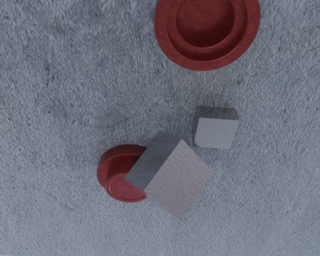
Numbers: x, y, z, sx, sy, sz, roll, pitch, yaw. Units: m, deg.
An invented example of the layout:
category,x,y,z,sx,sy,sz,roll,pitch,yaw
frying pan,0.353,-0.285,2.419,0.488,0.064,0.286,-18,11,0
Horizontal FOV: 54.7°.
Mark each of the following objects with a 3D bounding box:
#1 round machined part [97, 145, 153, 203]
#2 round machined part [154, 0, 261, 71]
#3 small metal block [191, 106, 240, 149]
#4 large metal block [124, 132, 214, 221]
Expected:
category,x,y,z,sx,sy,sz,roll,pitch,yaw
round machined part,-0.044,0.073,0.458,0.099,0.042,0.097,-1,130,0
round machined part,0.044,-0.109,0.304,0.099,0.042,0.097,-1,130,0
small metal block,0.071,0.000,0.408,0.050,0.025,0.050,4,130,-4
large metal block,0.013,0.064,0.419,0.080,0.050,0.080,-53,123,-15
